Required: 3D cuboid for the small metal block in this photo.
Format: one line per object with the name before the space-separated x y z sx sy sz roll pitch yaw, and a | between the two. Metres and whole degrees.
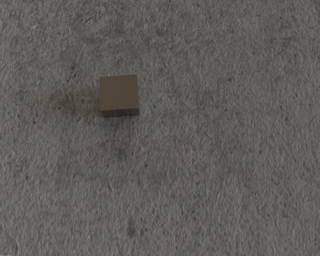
small metal block | -0.055 -0.043 0.424 0.050 0.025 0.050 -4 70 -2
